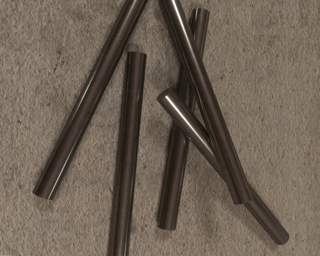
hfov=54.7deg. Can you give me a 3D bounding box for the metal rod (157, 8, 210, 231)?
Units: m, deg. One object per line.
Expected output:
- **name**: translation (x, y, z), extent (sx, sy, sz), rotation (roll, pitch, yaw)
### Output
- **metal rod**: translation (0.033, -0.014, 0.422), extent (0.025, 0.025, 0.298), rotation (11, 86, -20)

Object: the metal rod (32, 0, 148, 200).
- **metal rod**: translation (-0.076, -0.057, 0.381), extent (0.025, 0.025, 0.299), rotation (27, 81, -19)

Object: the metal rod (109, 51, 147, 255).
- **metal rod**: translation (-0.043, 0.053, 0.394), extent (0.025, 0.025, 0.298), rotation (6, 88, -20)

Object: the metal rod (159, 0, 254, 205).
- **metal rod**: translation (0.054, -0.050, 0.396), extent (0.025, 0.025, 0.299), rotation (-17, 83, -20)

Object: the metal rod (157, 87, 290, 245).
- **metal rod**: translation (0.098, 0.064, 0.429), extent (0.025, 0.025, 0.300), rotation (-46, 111, -14)
